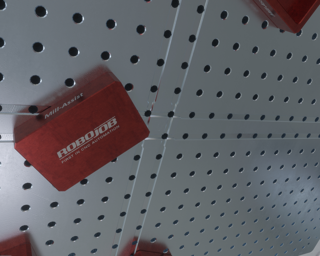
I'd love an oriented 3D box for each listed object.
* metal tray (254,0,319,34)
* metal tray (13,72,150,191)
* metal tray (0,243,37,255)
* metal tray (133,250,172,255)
[{"bbox_3d":[0.153,-0.188,0.374,0.131,0.030,0.090,26,104,-37],"label":"metal tray"},{"bbox_3d":[-0.087,0.006,0.364,0.130,0.030,0.090,-33,129,-7],"label":"metal tray"},{"bbox_3d":[-0.209,0.229,0.435,0.091,0.030,0.129,-18,126,-18],"label":"metal tray"},{"bbox_3d":[-0.037,0.285,0.562,0.090,0.030,0.130,27,104,-37],"label":"metal tray"}]
